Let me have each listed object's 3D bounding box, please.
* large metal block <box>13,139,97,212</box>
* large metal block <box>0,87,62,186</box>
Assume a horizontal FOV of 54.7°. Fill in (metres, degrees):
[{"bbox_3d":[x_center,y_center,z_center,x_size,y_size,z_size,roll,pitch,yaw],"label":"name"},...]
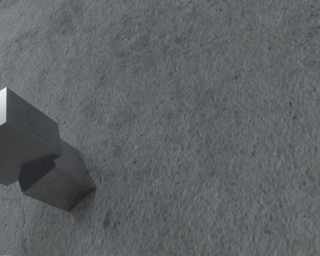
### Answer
[{"bbox_3d":[-0.140,0.054,0.407,0.050,0.080,0.080,-40,51,1],"label":"large metal block"},{"bbox_3d":[-0.171,0.013,0.345,0.080,0.080,0.050,-29,52,10],"label":"large metal block"}]
